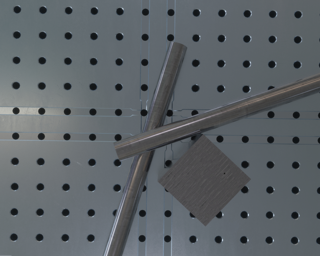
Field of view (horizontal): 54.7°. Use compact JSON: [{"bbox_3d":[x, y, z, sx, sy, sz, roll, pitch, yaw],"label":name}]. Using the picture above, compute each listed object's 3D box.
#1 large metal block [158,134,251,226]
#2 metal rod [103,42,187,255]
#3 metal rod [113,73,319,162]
[{"bbox_3d":[0.054,0.063,0.401,0.080,0.050,0.080,44,90,0],"label":"large metal block"},{"bbox_3d":[-0.020,0.032,0.413,0.025,0.025,0.298,17,90,0],"label":"metal rod"},{"bbox_3d":[0.089,-0.019,0.399,0.302,0.025,0.025,-19,90,-6],"label":"metal rod"}]
